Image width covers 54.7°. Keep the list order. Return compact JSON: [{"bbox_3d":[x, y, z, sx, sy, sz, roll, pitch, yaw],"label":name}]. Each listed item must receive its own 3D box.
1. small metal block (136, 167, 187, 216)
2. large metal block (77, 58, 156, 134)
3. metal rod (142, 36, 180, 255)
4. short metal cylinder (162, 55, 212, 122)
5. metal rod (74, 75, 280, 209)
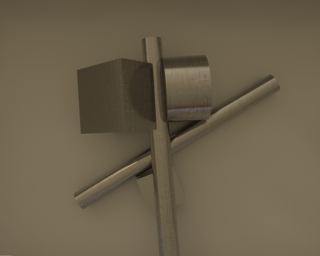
[{"bbox_3d":[0.002,0.081,0.410,0.050,0.025,0.050,-21,90,-1],"label":"small metal block"},{"bbox_3d":[-0.054,-0.035,0.377,0.080,0.050,0.079,-3,90,40],"label":"large metal block"},{"bbox_3d":[0.002,0.038,0.384,0.025,0.025,0.298,-5,89,-1],"label":"metal rod"},{"bbox_3d":[0.031,-0.048,0.382,0.050,0.080,0.079,-4,90,-2],"label":"short metal cylinder"},{"bbox_3d":[0.023,0.018,0.410,0.301,0.025,0.025,-31,90,-1],"label":"metal rod"}]
